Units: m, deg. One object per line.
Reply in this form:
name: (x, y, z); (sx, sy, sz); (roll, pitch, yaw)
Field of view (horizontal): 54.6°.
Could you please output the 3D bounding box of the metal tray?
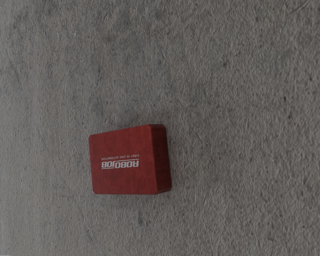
metal tray: (-0.047, 0.047, 0.442); (0.130, 0.030, 0.090); (-10, 84, 39)
